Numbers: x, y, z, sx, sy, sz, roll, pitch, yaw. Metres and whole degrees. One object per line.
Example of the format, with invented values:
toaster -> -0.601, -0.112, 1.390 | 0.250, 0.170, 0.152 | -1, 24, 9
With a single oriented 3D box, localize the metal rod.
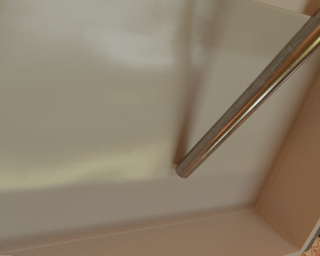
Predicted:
metal rod -> 0.096, -0.021, 0.368 | 0.025, 0.025, 0.298 | 1, 144, -30
